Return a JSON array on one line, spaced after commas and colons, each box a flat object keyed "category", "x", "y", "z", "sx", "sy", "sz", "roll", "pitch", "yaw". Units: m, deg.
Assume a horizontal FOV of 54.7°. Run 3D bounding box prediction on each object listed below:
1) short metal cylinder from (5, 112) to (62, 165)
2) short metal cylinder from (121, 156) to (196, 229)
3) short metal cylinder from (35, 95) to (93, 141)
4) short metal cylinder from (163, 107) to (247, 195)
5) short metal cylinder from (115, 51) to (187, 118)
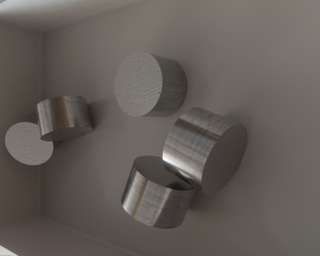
[{"category": "short metal cylinder", "x": -0.217, "y": 0.018, "z": 0.540, "sx": 0.081, "sy": 0.050, "sz": 0.079, "roll": 1, "pitch": 112, "yaw": 2}, {"category": "short metal cylinder", "x": 0.000, "y": 0.074, "z": 0.370, "sx": 0.080, "sy": 0.081, "sz": 0.050, "roll": 31, "pitch": 109, "yaw": 35}, {"category": "short metal cylinder", "x": -0.152, "y": -0.014, "z": 0.494, "sx": 0.080, "sy": 0.081, "sz": 0.050, "roll": -23, "pitch": 76, "yaw": 37}, {"category": "short metal cylinder", "x": 0.049, "y": 0.024, "z": 0.329, "sx": 0.050, "sy": 0.081, "sz": 0.079, "roll": 27, "pitch": 107, "yaw": 36}, {"category": "short metal cylinder", "x": -0.012, "y": -0.054, "z": 0.399, "sx": 0.080, "sy": 0.050, "sz": 0.079, "roll": 0, "pitch": 90, "yaw": 39}]
